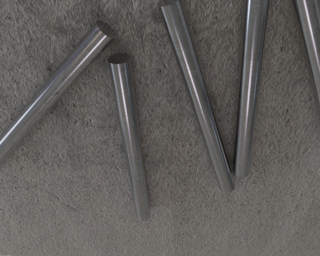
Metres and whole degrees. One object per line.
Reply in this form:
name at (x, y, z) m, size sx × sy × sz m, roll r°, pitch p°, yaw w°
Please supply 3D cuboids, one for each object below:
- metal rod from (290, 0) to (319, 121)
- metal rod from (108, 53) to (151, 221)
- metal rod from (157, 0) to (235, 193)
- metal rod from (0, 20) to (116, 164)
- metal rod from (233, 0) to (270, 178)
metal rod at (0.169, -0.084, 0.336) m, size 0.025 × 0.025 × 0.300 m, roll -22°, pitch 127°, yaw 17°
metal rod at (-0.037, 0.037, 0.437) m, size 0.025 × 0.025 × 0.298 m, roll -3°, pitch 130°, yaw 2°
metal rod at (0.057, -0.016, 0.393) m, size 0.025 × 0.025 × 0.299 m, roll -15°, pitch 129°, yaw 12°
metal rod at (-0.159, -0.019, 0.389) m, size 0.025 × 0.025 × 0.299 m, roll 36°, pitch 121°, yaw -27°
metal rod at (0.105, -0.048, 0.366) m, size 0.025 × 0.025 × 0.298 m, roll -5°, pitch 130°, yaw 4°
